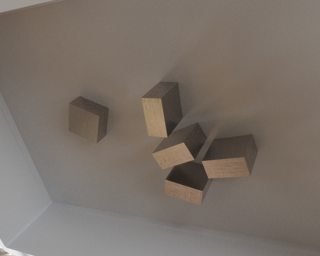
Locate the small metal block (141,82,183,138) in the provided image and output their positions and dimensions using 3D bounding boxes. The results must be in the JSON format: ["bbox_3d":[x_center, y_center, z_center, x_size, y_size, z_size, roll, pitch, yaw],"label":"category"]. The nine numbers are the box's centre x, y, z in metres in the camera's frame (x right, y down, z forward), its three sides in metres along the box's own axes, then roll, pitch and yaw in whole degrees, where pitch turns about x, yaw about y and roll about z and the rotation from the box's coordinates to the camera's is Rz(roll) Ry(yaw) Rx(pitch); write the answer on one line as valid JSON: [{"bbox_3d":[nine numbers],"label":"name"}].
[{"bbox_3d":[0.004,-0.023,0.375,0.025,0.050,0.050,4,120,26],"label":"small metal block"}]

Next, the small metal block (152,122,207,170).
[{"bbox_3d":[0.025,0.023,0.392,0.050,0.050,0.025,-22,106,36],"label":"small metal block"}]

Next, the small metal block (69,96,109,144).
[{"bbox_3d":[-0.105,-0.012,0.455,0.050,0.025,0.050,23,127,14],"label":"small metal block"}]

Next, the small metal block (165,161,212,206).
[{"bbox_3d":[0.040,0.070,0.414,0.050,0.050,0.025,14,124,20],"label":"small metal block"}]

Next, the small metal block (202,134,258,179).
[{"bbox_3d":[0.084,0.034,0.368,0.050,0.050,0.025,-10,114,32],"label":"small metal block"}]
